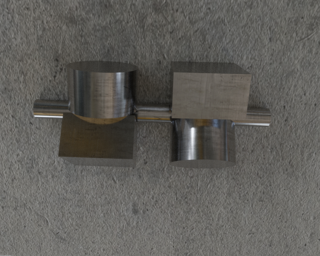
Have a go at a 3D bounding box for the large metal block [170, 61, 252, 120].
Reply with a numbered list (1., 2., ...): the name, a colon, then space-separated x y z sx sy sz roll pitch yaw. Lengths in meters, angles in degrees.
1. large metal block: 0.054 -0.047 0.364 0.081 0.080 0.050 1 110 -1

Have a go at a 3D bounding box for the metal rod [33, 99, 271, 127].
1. metal rod: -0.009 -0.019 0.406 0.302 0.025 0.025 2 110 -1

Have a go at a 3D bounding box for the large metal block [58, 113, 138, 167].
1. large metal block: -0.070 0.018 0.381 0.081 0.080 0.050 2 76 -2

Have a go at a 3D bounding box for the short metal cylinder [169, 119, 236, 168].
1. short metal cylinder: 0.052 0.020 0.383 0.081 0.080 0.050 2 75 -1

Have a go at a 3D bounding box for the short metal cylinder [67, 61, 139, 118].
1. short metal cylinder: -0.066 -0.048 0.363 0.081 0.080 0.050 3 110 -2
